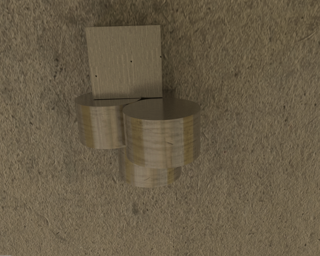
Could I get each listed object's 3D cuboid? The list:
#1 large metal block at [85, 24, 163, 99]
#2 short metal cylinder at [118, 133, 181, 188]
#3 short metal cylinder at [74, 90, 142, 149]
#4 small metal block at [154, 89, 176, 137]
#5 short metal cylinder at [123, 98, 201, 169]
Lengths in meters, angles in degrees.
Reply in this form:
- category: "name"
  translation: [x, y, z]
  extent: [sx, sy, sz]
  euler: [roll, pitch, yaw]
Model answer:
- category: "large metal block"
  translation: [-0.039, -0.080, 0.368]
  extent: [0.080, 0.050, 0.079]
  euler: [-2, 110, 0]
- category: "short metal cylinder"
  translation: [-0.013, 0.033, 0.394]
  extent: [0.081, 0.080, 0.050]
  euler: [0, 110, 0]
- category: "short metal cylinder"
  translation: [-0.059, -0.013, 0.377]
  extent: [0.080, 0.080, 0.050]
  euler: [-2, 110, 0]
- category: "small metal block"
  translation: [0.006, -0.020, 0.393]
  extent: [0.025, 0.050, 0.050]
  euler: [1, 110, -1]
- category: "short metal cylinder"
  translation: [0.003, 0.002, 0.330]
  extent: [0.080, 0.080, 0.050]
  euler: [-2, 110, 0]
